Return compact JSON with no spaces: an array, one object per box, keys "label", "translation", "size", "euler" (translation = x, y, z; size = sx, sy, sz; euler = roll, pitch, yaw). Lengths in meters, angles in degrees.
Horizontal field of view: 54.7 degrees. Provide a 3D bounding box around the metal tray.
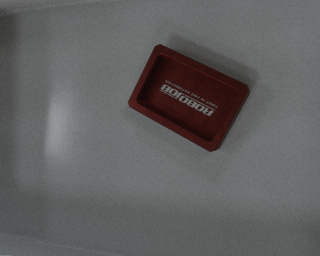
[{"label":"metal tray","translation":[0.035,-0.039,0.394],"size":[0.130,0.030,0.090],"euler":[30,99,17]}]
